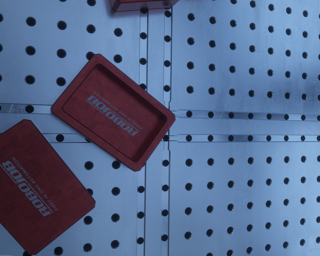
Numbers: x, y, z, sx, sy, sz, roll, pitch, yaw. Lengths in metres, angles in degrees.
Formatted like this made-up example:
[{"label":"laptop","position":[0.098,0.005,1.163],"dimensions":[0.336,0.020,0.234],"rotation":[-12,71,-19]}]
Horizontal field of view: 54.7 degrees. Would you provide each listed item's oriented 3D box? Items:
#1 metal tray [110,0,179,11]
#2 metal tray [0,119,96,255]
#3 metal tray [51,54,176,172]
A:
[{"label":"metal tray","position":[-0.028,-0.223,0.400],"dimensions":[0.091,0.030,0.129],"rotation":[-13,94,-20]},{"label":"metal tray","position":[-0.149,0.066,0.355],"dimensions":[0.090,0.030,0.130],"rotation":[-38,103,-16]},{"label":"metal tray","position":[-0.056,-0.017,0.389],"dimensions":[0.130,0.030,0.090],"rotation":[38,78,-16]}]
